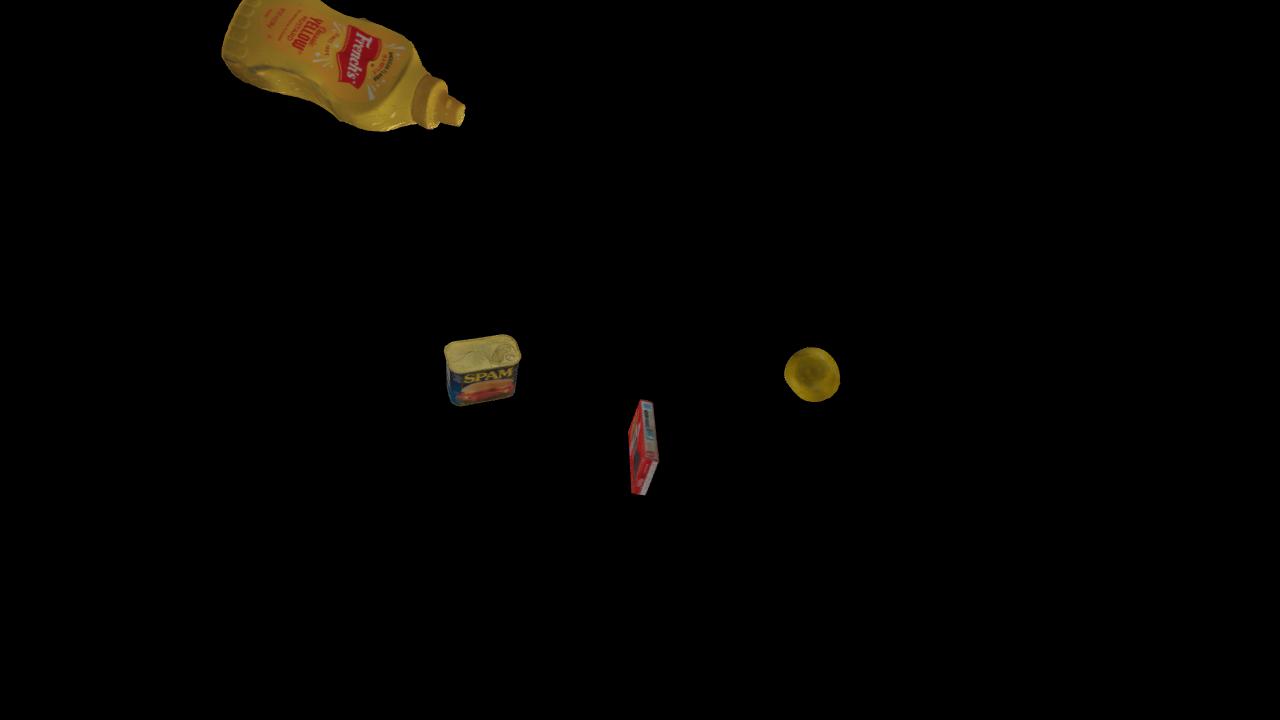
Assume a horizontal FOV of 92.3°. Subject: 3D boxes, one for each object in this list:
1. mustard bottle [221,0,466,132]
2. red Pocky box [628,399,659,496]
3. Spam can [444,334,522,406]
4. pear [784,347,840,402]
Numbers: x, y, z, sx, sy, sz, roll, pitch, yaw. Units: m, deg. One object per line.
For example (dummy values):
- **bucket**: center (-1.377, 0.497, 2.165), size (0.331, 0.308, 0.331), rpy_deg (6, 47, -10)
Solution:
- **mustard bottle**: center (-0.234, -0.240, 0.513), size (0.184, 0.092, 0.054), rpy_deg (22, -23, -5)
- **red Pocky box**: center (0.004, 0.146, 1.045), size (0.028, 0.083, 0.155), rpy_deg (11, 33, -11)
- **Spam can**: center (-0.226, 0.016, 0.879), size (0.101, 0.058, 0.085), rpy_deg (-9, -35, -24)
- **pear**: center (0.251, 0.024, 0.901), size (0.080, 0.080, 0.111), rpy_deg (0, -8, 10)
